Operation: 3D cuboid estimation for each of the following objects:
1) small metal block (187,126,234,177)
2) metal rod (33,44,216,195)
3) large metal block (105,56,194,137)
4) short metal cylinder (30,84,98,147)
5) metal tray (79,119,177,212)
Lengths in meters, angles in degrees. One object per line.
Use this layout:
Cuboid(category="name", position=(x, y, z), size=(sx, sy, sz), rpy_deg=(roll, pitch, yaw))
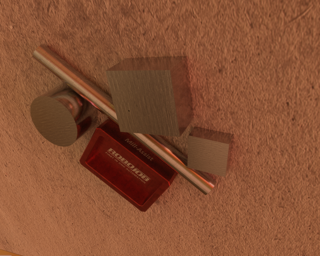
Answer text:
Cuboid(category="small metal block", position=(0.063, 0.029, 0.393), size=(0.050, 0.025, 0.050), rpy_deg=(12, 124, 21))
Cuboid(category="metal rod", position=(-0.049, -0.012, 0.424), size=(0.300, 0.025, 0.025), rpy_deg=(39, 129, 1))
Cuboid(category="large metal block", position=(-0.009, -0.039, 0.371), size=(0.080, 0.050, 0.079), rpy_deg=(4, 121, 25))
Cuboid(category="short metal cylinder", position=(-0.138, -0.020, 0.450), size=(0.080, 0.050, 0.079), rpy_deg=(13, 124, 20))
Cuboid(category="metal tray", position=(-0.050, 0.058, 0.466), size=(0.130, 0.030, 0.089), rpy_deg=(38, 129, 2))
